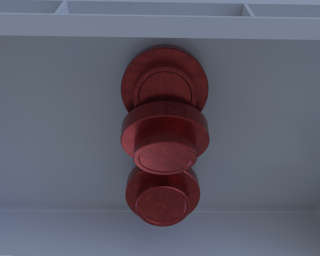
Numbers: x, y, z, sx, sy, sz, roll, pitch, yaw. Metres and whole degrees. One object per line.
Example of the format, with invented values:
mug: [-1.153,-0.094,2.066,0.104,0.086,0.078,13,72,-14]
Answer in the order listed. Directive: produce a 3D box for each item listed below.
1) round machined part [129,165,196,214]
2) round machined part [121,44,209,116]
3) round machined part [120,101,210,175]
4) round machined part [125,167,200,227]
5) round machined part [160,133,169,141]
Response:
round machined part: [0.004,0.096,0.460,0.099,0.042,0.098,0,145,0]
round machined part: [0.005,-0.041,0.347,0.099,0.042,0.097,0,114,-1]
round machined part: [0.005,0.018,0.344,0.099,0.042,0.097,0,143,0]
round machined part: [0.004,0.090,0.405,0.099,0.042,0.097,0,119,0]
round machined part: [0.002,0.018,0.411,0.099,0.042,0.097,0,129,0]
